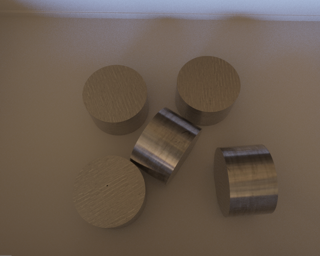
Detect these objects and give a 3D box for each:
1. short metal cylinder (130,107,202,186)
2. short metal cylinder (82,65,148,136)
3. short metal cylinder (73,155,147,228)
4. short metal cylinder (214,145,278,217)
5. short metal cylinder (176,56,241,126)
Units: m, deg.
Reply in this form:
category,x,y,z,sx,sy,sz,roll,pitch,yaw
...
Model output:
category,x,y,z,sx,sy,sz,roll,pitch,yaw
short metal cylinder,0.008,0.022,0.372,0.050,0.080,0.080,32,73,11
short metal cylinder,-0.056,-0.036,0.409,0.081,0.050,0.080,0,70,0
short metal cylinder,-0.056,0.078,0.367,0.081,0.050,0.080,0,70,0
short metal cylinder,0.096,0.060,0.359,0.050,0.080,0.080,-4,70,-2
short metal cylinder,0.062,-0.048,0.414,0.081,0.050,0.080,0,70,0
